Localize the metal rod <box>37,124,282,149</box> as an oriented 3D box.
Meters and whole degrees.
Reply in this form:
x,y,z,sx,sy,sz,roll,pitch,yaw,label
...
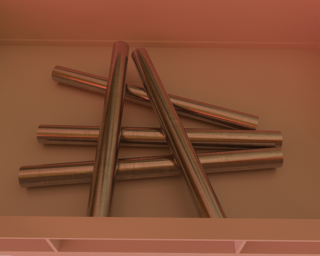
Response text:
x,y,z,sx,sy,sz,roll,pitch,yaw,label
-0.001,0.012,0.392,0.302,0.025,0.025,2,50,1,metal rod

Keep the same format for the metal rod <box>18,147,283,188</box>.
x,y,z,sx,sy,sz,roll,pitch,yaw,label
-0.007,0.046,0.365,0.302,0.025,0.025,-4,50,-4,metal rod

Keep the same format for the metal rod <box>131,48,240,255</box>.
x,y,z,sx,sy,sz,roll,pitch,yaw,label
0.015,0.000,0.370,0.025,0.025,0.299,-14,51,-12,metal rod

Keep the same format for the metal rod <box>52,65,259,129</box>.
x,y,z,sx,sy,sz,roll,pitch,yaw,label
-0.015,-0.043,0.438,0.301,0.025,0.025,16,52,12,metal rod

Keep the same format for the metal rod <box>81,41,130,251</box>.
x,y,z,sx,sy,sz,roll,pitch,yaw,label
-0.059,-0.008,0.376,0.025,0.025,0.300,0,50,0,metal rod
